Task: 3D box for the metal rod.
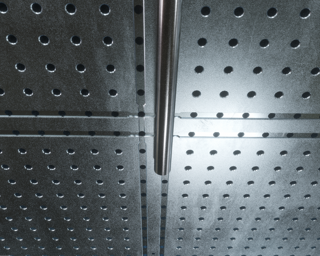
[{"bbox_3d":[0.007,-0.052,0.367,0.025,0.025,0.298,1,130,-1],"label":"metal rod"}]
